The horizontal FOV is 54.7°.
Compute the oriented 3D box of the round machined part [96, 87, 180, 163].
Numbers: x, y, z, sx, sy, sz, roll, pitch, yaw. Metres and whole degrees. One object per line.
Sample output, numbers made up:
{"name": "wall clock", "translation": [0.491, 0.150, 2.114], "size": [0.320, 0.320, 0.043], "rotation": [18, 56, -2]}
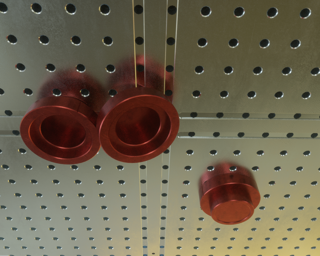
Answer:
{"name": "round machined part", "translation": [-0.029, -0.007, 0.382], "size": [0.099, 0.042, 0.097], "rotation": [-11, 127, -15]}

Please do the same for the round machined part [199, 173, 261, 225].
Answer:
{"name": "round machined part", "translation": [0.115, 0.122, 0.506], "size": [0.099, 0.042, 0.097], "rotation": [-1, 130, 0]}

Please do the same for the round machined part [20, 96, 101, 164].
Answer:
{"name": "round machined part", "translation": [-0.122, -0.001, 0.397], "size": [0.099, 0.042, 0.097], "rotation": [0, 130, 0]}
